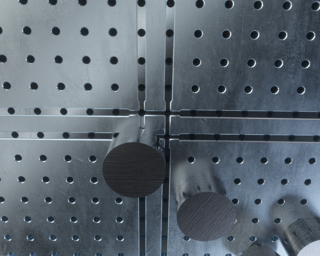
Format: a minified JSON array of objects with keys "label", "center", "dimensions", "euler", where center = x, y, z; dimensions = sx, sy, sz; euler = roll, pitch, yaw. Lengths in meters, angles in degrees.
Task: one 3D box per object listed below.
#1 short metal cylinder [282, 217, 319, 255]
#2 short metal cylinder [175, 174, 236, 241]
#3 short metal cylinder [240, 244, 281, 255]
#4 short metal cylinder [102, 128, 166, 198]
[{"label":"short metal cylinder","center":[0.235,0.184,0.472],"dimensions":[0.081,0.050,0.079],"euler":[0,110,-1]},{"label":"short metal cylinder","center":[0.063,0.113,0.442],"dimensions":[0.081,0.050,0.079],"euler":[0,110,-1]},{"label":"short metal cylinder","center":[0.159,0.226,0.470],"dimensions":[0.050,0.080,0.080],"euler":[42,105,-14]},{"label":"short metal cylinder","center":[-0.033,0.046,0.417],"dimensions":[0.081,0.050,0.079],"euler":[0,110,-1]}]
